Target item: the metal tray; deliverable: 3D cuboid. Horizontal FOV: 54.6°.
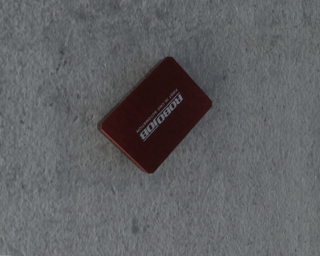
[{"bbox_3d":[-0.005,-0.017,0.404,0.090,0.030,0.130,46,76,-14],"label":"metal tray"}]
